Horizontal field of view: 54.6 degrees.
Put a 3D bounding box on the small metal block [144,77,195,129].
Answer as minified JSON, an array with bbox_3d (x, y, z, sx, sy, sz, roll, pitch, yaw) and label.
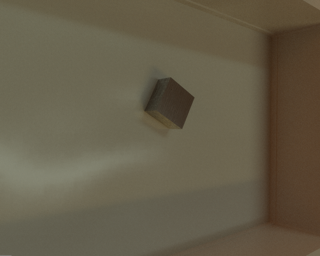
[{"bbox_3d":[0.014,-0.032,0.417,0.050,0.025,0.050,35,69,-34],"label":"small metal block"}]
